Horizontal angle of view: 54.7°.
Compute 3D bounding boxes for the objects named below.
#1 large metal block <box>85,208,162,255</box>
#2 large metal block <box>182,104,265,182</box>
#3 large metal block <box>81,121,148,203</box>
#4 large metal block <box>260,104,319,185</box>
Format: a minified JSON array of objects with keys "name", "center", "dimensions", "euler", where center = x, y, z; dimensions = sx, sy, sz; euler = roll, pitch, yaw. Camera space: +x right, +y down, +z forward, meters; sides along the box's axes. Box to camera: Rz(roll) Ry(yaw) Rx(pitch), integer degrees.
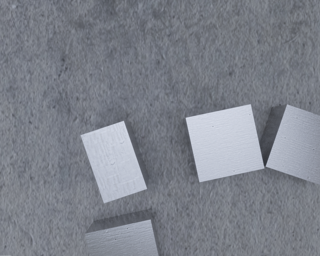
[{"name":"large metal block","center":[-0.042,0.157,0.397],"dimensions":[0.080,0.050,0.080],"euler":[-12,90,-1]},{"name":"large metal block","center":[0.079,0.018,0.399],"dimensions":[0.080,0.050,0.080],"euler":[-12,90,-1]},{"name":"large metal block","center":[-0.051,0.037,0.382],"dimensions":[0.050,0.080,0.080],"euler":[-19,90,0]},{"name":"large metal block","center":[0.179,0.022,0.400],"dimensions":[0.080,0.050,0.080],"euler":[19,90,-1]}]
